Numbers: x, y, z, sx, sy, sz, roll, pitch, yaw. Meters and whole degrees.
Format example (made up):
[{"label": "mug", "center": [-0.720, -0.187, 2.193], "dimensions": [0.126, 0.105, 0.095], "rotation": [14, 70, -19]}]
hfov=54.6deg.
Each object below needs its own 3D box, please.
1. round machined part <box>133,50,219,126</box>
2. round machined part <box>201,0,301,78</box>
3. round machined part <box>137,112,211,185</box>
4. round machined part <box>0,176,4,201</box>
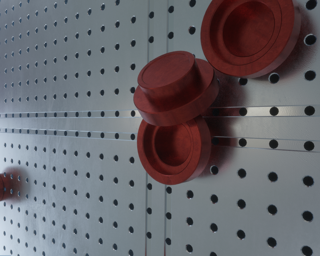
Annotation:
[{"label": "round machined part", "center": [0.014, -0.051, 0.352], "dimensions": [0.098, 0.042, 0.098], "rotation": [-17, 40, 15]}, {"label": "round machined part", "center": [0.095, -0.100, 0.321], "dimensions": [0.098, 0.042, 0.097], "rotation": [0, 91, 40]}, {"label": "round machined part", "center": [0.021, 0.018, 0.382], "dimensions": [0.098, 0.042, 0.097], "rotation": [0, 90, 40]}, {"label": "round machined part", "center": [-0.408, 0.146, 0.739], "dimensions": [0.098, 0.042, 0.097], "rotation": [0, 90, 40]}]
